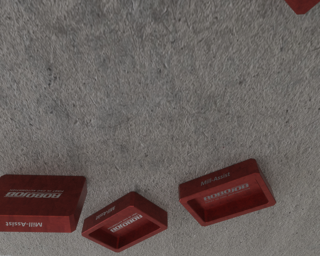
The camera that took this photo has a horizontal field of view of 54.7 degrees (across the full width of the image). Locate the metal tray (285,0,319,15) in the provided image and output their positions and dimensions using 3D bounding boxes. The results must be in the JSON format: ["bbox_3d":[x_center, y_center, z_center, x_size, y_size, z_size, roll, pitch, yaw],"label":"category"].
[{"bbox_3d":[0.144,-0.174,0.257,0.090,0.030,0.130,34,122,-26],"label":"metal tray"}]

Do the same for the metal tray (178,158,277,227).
[{"bbox_3d":[0.106,0.107,0.495,0.130,0.030,0.090,-24,127,19],"label":"metal tray"}]

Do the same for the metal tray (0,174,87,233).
[{"bbox_3d":[-0.180,0.107,0.450,0.131,0.090,0.030,2,117,-2],"label":"metal tray"}]

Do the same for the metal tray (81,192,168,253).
[{"bbox_3d":[-0.062,0.170,0.547,0.130,0.030,0.090,-35,122,25],"label":"metal tray"}]
